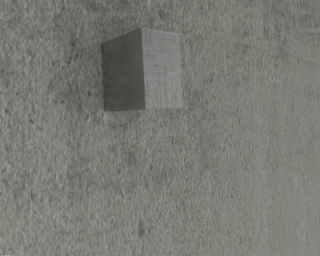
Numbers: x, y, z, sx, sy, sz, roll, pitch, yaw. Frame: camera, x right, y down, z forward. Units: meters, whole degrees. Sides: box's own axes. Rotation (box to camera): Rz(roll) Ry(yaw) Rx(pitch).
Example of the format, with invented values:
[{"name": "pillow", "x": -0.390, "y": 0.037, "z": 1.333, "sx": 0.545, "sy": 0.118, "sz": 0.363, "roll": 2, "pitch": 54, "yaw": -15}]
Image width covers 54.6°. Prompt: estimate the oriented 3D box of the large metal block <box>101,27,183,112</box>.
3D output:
[{"name": "large metal block", "x": -0.022, "y": -0.060, "z": 0.349, "sx": 0.050, "sy": 0.080, "sz": 0.080, "roll": -5, "pitch": 93, "yaw": -40}]
